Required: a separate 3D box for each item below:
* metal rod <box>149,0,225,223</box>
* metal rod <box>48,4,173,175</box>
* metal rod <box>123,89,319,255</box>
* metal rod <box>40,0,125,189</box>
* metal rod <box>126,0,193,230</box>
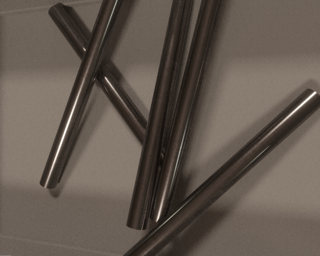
[{"bbox_3d":[0.033,-0.030,0.364,0.025,0.025,0.298,17,100,19],"label":"metal rod"},{"bbox_3d":[-0.068,-0.057,0.433,0.025,0.025,0.299,-40,78,15],"label":"metal rod"},{"bbox_3d":[0.066,0.067,0.361,0.300,0.025,0.025,-43,77,4],"label":"metal rod"},{"bbox_3d":[-0.110,-0.045,0.425,0.025,0.025,0.298,30,108,17],"label":"metal rod"},{"bbox_3d":[0.001,-0.025,0.389,0.025,0.025,0.298,10,86,19],"label":"metal rod"}]
